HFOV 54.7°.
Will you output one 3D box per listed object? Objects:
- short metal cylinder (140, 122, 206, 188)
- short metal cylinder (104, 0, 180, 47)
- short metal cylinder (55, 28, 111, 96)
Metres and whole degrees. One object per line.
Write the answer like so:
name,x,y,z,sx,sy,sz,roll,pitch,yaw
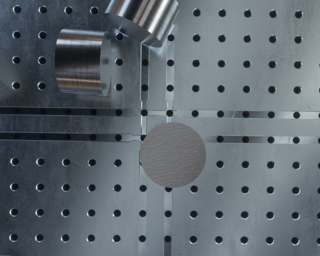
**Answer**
short metal cylinder,0.016,0.033,0.401,0.081,0.050,0.079,0,90,0
short metal cylinder,-0.022,-0.143,0.385,0.080,0.080,0.050,26,90,0
short metal cylinder,-0.092,-0.081,0.385,0.050,0.080,0.080,3,90,0
